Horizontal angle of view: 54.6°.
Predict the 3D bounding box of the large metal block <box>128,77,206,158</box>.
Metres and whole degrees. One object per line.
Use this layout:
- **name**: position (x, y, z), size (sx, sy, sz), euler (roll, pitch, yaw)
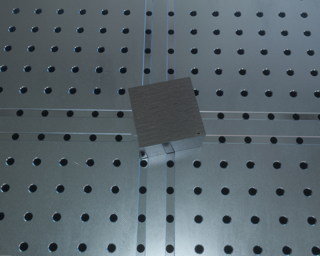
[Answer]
- **large metal block**: position (0.007, -0.013, 0.402), size (0.080, 0.050, 0.080), euler (-11, 71, -4)
